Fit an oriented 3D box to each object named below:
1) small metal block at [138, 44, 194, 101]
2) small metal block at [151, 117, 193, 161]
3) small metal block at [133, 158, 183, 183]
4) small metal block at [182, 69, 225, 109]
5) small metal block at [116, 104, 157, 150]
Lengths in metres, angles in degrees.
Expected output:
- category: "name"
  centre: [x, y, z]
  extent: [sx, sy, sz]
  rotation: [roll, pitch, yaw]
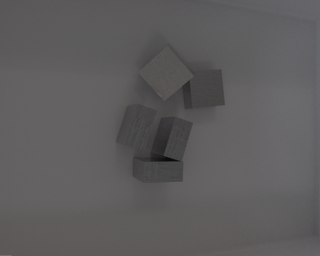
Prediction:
- category: "small metal block"
  centre: [0.009, -0.072, 0.400]
  extent: [0.050, 0.025, 0.050]
  rotation: [-39, 102, 18]
- category: "small metal block"
  centre: [0.014, 0.013, 0.402]
  extent: [0.025, 0.050, 0.050]
  rotation: [19, 84, -19]
- category: "small metal block"
  centre: [-0.004, 0.053, 0.396]
  extent: [0.050, 0.050, 0.025]
  rotation: [2, 90, -20]
- category: "small metal block"
  centre: [0.060, -0.054, 0.432]
  extent: [0.050, 0.025, 0.050]
  rotation: [-7, 93, -20]
- category: "small metal block"
  centre: [-0.031, -0.001, 0.386]
  extent: [0.025, 0.050, 0.050]
  rotation: [19, 84, -19]
